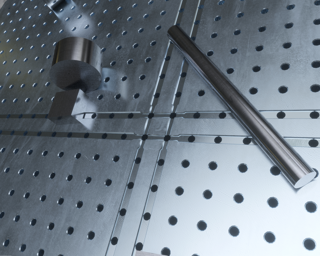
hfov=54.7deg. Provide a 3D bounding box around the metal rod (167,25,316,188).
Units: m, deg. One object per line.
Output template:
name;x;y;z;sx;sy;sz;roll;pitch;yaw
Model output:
metal rod;0.082;-0.050;0.395;0.025;0.025;0.300;-35;51;5

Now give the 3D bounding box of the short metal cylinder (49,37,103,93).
short metal cylinder;-0.135;-0.101;0.506;0.080;0.080;0.050;-15;56;19

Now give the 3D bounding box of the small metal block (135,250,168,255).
small metal block;-0.002;0.156;0.314;0.050;0.025;0.050;-2;61;27

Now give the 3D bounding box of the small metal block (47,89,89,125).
small metal block;-0.150;-0.034;0.508;0.050;0.025;0.050;-5;60;26

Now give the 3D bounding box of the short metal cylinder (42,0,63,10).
short metal cylinder;-0.255;-0.318;0.703;0.050;0.080;0.080;-40;51;2
